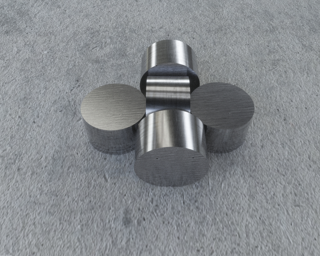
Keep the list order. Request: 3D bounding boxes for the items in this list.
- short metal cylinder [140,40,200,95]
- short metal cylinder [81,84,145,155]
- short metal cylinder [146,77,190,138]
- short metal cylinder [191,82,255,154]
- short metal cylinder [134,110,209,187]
[{"bbox_3d":[0.013,-0.075,0.433,0.081,0.080,0.050,0,50,0],"label":"short metal cylinder"},{"bbox_3d":[-0.056,-0.012,0.398,0.081,0.050,0.080,1,50,-1],"label":"short metal cylinder"},{"bbox_3d":[0.010,-0.025,0.390,0.050,0.080,0.080,0,50,0],"label":"short metal cylinder"},{"bbox_3d":[0.075,-0.014,0.400,0.080,0.050,0.080,0,50,0],"label":"short metal cylinder"},{"bbox_3d":[0.012,0.025,0.349,0.081,0.080,0.050,0,50,0],"label":"short metal cylinder"}]
